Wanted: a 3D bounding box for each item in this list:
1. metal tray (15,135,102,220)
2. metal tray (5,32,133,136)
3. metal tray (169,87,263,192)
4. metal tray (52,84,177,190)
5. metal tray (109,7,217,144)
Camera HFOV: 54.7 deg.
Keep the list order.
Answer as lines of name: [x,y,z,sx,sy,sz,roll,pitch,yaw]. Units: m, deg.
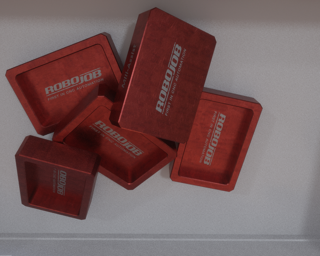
metal tray: [-0.131,0.070,0.400,0.091,0.030,0.129,16,138,-6]
metal tray: [-0.108,-0.054,0.385,0.131,0.030,0.090,-19,109,6]
metal tray: [0.070,0.016,0.414,0.091,0.030,0.129,12,110,-5]
metal tray: [-0.053,0.017,0.389,0.090,0.030,0.130,-40,121,20]
metal tray: [0.005,-0.055,0.350,0.091,0.030,0.129,16,91,-30]
